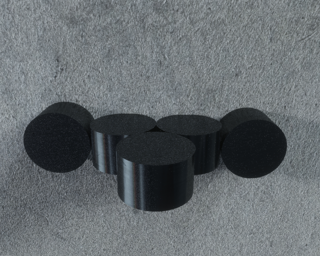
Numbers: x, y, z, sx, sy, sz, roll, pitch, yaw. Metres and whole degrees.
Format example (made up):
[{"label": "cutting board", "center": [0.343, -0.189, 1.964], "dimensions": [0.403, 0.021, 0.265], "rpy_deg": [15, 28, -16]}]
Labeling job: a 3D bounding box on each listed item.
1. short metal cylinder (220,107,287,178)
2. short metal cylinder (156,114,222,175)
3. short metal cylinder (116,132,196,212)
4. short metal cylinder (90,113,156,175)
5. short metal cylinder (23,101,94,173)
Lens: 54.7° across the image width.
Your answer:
[{"label": "short metal cylinder", "center": [0.116, 0.018, 0.405], "dimensions": [0.081, 0.050, 0.079], "rpy_deg": [0, 111, -1]}, {"label": "short metal cylinder", "center": [0.035, 0.018, 0.389], "dimensions": [0.081, 0.080, 0.050], "rpy_deg": [0, 109, 0]}, {"label": "short metal cylinder", "center": [-0.004, 0.042, 0.323], "dimensions": [0.081, 0.080, 0.050], "rpy_deg": [1, 111, -1]}, {"label": "short metal cylinder", "center": [-0.045, 0.017, 0.388], "dimensions": [0.081, 0.080, 0.050], "rpy_deg": [0, 110, 0]}, {"label": "short metal cylinder", "center": [-0.125, 0.011, 0.400], "dimensions": [0.081, 0.050, 0.079], "rpy_deg": [0, 110, -1]}]
